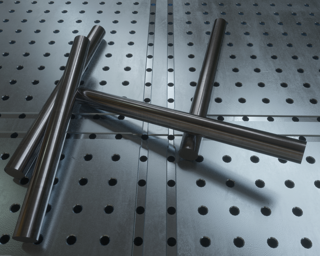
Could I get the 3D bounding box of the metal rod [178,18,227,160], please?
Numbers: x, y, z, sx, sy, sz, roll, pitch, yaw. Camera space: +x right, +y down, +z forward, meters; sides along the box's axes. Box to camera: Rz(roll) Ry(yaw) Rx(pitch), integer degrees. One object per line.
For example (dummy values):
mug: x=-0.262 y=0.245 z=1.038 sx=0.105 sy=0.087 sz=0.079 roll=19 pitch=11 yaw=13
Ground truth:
metal rod: x=0.072 y=-0.079 z=0.474 sx=0.025 sy=0.025 sz=0.300 roll=11 pitch=51 yaw=9

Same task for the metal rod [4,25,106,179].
metal rod: x=-0.139 y=-0.060 z=0.457 sx=0.025 sy=0.025 sz=0.300 roll=9 pitch=51 yaw=7

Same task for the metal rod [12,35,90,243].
metal rod: x=-0.128 y=-0.011 z=0.397 sx=0.025 sy=0.025 sz=0.300 roll=2 pitch=56 yaw=2

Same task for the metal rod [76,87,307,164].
metal rod: x=0.019 y=-0.010 z=0.387 sx=0.300 sy=0.025 sz=0.025 roll=15 pitch=51 yaw=24
